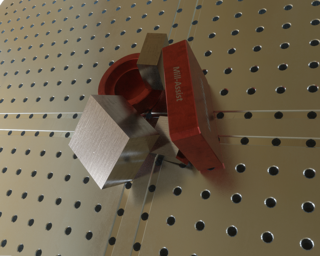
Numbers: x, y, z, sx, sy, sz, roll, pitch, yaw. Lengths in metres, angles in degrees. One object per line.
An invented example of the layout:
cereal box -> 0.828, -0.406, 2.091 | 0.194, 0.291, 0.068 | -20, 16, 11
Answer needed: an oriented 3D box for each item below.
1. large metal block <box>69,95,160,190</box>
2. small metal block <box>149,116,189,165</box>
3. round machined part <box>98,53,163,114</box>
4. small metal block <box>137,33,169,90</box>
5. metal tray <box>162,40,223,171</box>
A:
large metal block -> -0.059, 0.015, 0.383 | 0.080, 0.050, 0.079 | 46, 120, 28
small metal block -> 0.016, 0.015, 0.383 | 0.050, 0.025, 0.050 | 8, 69, 43
round machined part -> -0.037, -0.058, 0.450 | 0.098, 0.042, 0.098 | -13, 56, 20
small metal block -> -0.005, -0.083, 0.392 | 0.025, 0.050, 0.050 | 7, 63, 16
metal tray -> 0.038, -0.027, 0.362 | 0.030, 0.090, 0.130 | -16, 55, 19
